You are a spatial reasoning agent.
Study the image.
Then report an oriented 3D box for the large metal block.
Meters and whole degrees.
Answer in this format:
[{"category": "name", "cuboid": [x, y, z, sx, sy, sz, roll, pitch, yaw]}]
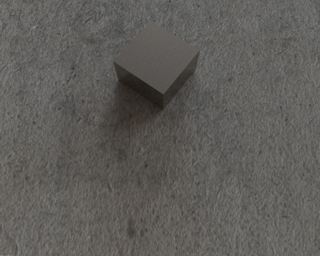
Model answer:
[{"category": "large metal block", "cuboid": [-0.004, -0.086, 0.426, 0.080, 0.050, 0.080, 35, 74, 12]}]
